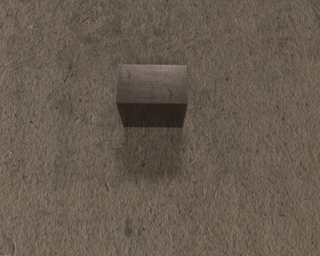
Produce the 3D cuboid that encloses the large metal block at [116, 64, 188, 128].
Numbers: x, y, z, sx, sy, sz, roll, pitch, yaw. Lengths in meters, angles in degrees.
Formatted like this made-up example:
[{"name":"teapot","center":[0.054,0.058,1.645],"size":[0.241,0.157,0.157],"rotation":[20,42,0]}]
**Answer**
[{"name":"large metal block","center":[-0.009,-0.038,0.393],"size":[0.081,0.080,0.050],"rotation":[1,70,0]}]
